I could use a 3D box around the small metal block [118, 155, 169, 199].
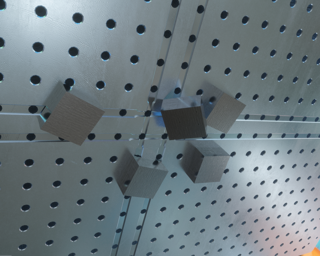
[{"bbox_3d":[-0.024,0.071,0.441,0.050,0.025,0.050,16,110,-35],"label":"small metal block"}]

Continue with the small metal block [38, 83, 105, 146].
[{"bbox_3d":[-0.099,-0.014,0.348,0.050,0.025,0.050,30,102,-38],"label":"small metal block"}]

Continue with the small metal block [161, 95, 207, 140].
[{"bbox_3d":[0.033,-0.013,0.405,0.050,0.025,0.050,-6,128,14],"label":"small metal block"}]

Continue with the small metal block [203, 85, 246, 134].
[{"bbox_3d":[0.086,-0.025,0.442,0.050,0.025,0.050,22,107,-36],"label":"small metal block"}]

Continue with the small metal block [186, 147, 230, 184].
[{"bbox_3d":[0.076,0.058,0.488,0.050,0.025,0.050,2,118,-29],"label":"small metal block"}]
